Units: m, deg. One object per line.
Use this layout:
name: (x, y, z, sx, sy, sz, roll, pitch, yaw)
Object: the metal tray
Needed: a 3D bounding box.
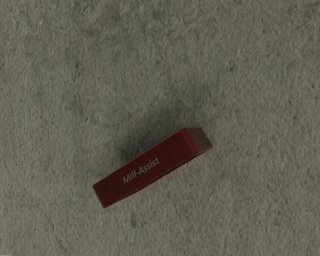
metal tray: (-0.006, 0.046, 0.375, 0.130, 0.090, 0.030, -33, 80, 16)
